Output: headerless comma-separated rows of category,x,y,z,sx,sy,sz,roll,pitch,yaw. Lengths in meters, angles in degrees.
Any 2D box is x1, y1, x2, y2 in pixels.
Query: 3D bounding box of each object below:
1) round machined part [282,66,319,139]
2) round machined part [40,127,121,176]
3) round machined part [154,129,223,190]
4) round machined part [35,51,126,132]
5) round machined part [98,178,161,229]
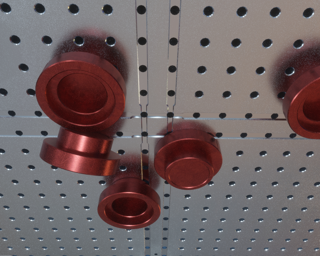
round machined part,0.197,-0.036,0.371,0.099,0.042,0.097,0,130,0
round machined part,-0.098,0.025,0.397,0.099,0.098,0.042,15,93,-13
round machined part,0.041,0.052,0.444,0.099,0.042,0.097,0,130,0
round machined part,-0.088,-0.045,0.361,0.099,0.042,0.097,0,130,0
round machined part,-0.048,0.118,0.500,0.099,0.042,0.097,-1,130,0
